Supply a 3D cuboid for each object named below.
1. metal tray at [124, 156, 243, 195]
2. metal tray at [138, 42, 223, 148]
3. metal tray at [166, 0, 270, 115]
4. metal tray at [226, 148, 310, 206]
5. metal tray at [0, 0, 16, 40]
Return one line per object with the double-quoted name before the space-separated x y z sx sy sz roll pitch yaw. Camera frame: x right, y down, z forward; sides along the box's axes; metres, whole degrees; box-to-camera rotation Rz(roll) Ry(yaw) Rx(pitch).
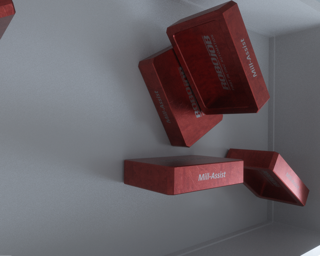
"metal tray" 0.032 0.055 0.393 0.131 0.090 0.030 1 90 -40
"metal tray" 0.034 -0.049 0.434 0.091 0.030 0.129 -36 113 -34
"metal tray" 0.072 -0.079 0.386 0.030 0.090 0.130 -42 116 -32
"metal tray" 0.178 0.082 0.516 0.130 0.090 0.030 42 65 -33
"metal tray" -0.144 -0.107 0.215 0.030 0.130 0.090 -29 109 -27
